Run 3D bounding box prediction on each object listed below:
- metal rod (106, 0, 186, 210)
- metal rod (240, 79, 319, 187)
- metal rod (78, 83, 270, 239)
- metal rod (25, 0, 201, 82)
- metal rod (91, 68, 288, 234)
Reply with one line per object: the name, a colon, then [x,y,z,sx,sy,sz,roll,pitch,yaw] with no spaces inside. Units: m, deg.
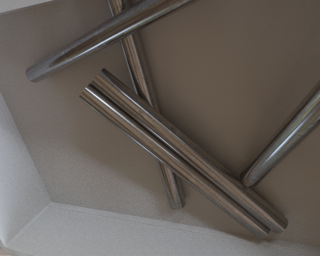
metal rod: [-0.010,-0.017,0.402,0.025,0.025,0.298,-2,118,29]
metal rod: [0.131,-0.015,0.264,0.025,0.025,0.298,28,149,10]
metal rod: [0.025,0.047,0.398,0.301,0.025,0.025,39,129,-9]
metal rod: [-0.075,-0.100,0.356,0.300,0.025,0.025,-11,113,41]
metal rod: [0.042,0.033,0.384,0.300,0.025,0.025,39,129,-8]
